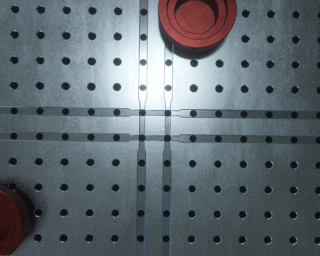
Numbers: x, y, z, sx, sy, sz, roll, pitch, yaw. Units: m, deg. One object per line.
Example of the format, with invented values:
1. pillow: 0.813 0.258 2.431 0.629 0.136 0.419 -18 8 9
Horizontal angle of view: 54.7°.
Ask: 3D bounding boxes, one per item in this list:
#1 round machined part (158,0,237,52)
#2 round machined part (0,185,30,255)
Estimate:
1. round machined part: 0.047 -0.148 0.405 0.099 0.042 0.097 0 90 -1
2. round machined part: -0.218 0.121 0.402 0.099 0.042 0.097 0 90 -1
